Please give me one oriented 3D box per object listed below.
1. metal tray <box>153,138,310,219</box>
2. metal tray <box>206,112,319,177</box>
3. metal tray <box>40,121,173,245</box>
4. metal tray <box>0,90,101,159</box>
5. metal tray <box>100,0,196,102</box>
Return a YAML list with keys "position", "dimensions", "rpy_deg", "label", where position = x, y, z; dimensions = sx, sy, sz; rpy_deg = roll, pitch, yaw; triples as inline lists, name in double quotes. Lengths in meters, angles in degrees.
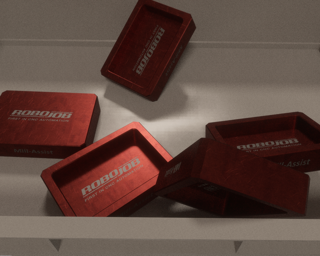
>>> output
- position: [0.053, 0.053, 0.277]
  dimensions: [0.091, 0.130, 0.030]
  rpy_deg: [20, 69, -7]
  label: "metal tray"
- position: [0.129, 0.019, 0.366]
  dimensions: [0.131, 0.030, 0.090]
  rpy_deg: [-7, 27, -7]
  label: "metal tray"
- position: [-0.054, 0.056, 0.354]
  dimensions: [0.131, 0.030, 0.090]
  rpy_deg: [-30, 56, -23]
  label: "metal tray"
- position: [-0.152, -0.006, 0.405]
  dimensions: [0.131, 0.030, 0.090]
  rpy_deg: [2, 50, 1]
  label: "metal tray"
- position: [-0.017, -0.115, 0.452]
  dimensions: [0.090, 0.030, 0.130]
  rpy_deg: [28, 90, 20]
  label: "metal tray"
